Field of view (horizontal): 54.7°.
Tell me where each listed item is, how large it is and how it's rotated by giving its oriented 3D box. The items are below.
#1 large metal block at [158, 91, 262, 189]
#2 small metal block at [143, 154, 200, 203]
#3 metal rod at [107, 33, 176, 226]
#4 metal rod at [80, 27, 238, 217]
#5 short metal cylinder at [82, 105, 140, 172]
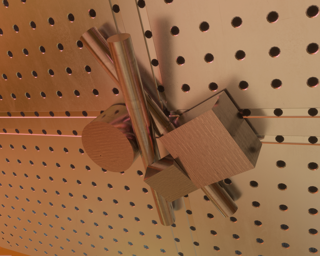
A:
[{"bbox_3d":[0.060,0.016,0.368,0.080,0.050,0.080,-30,102,38],"label":"large metal block"},{"bbox_3d":[0.016,0.063,0.396,0.050,0.025,0.050,-33,115,30],"label":"small metal block"},{"bbox_3d":[-0.015,0.026,0.405,0.025,0.025,0.298,6,129,25],"label":"metal rod"},{"bbox_3d":[0.004,-0.001,0.403,0.025,0.025,0.300,-32,102,38],"label":"metal rod"},{"bbox_3d":[-0.060,0.014,0.431,0.080,0.050,0.079,13,124,20],"label":"short metal cylinder"}]
